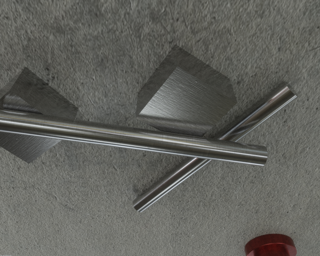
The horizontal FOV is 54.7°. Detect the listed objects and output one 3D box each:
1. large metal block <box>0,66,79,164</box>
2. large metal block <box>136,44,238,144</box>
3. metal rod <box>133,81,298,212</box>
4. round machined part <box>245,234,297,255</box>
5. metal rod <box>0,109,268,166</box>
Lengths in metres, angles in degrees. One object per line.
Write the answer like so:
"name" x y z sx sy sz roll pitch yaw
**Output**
"large metal block" -0.162 -0.013 0.377 0.080 0.050 0.080 -32 124 24
"large metal block" 0.028 -0.035 0.361 0.080 0.050 0.080 27 125 -22
"metal rod" 0.061 0.041 0.443 0.025 0.025 0.299 32 123 -25
"round machined part" 0.223 0.256 0.618 0.099 0.042 0.097 -1 130 0
"metal rod" -0.025 0.012 0.351 0.302 0.025 0.025 8 130 -8
